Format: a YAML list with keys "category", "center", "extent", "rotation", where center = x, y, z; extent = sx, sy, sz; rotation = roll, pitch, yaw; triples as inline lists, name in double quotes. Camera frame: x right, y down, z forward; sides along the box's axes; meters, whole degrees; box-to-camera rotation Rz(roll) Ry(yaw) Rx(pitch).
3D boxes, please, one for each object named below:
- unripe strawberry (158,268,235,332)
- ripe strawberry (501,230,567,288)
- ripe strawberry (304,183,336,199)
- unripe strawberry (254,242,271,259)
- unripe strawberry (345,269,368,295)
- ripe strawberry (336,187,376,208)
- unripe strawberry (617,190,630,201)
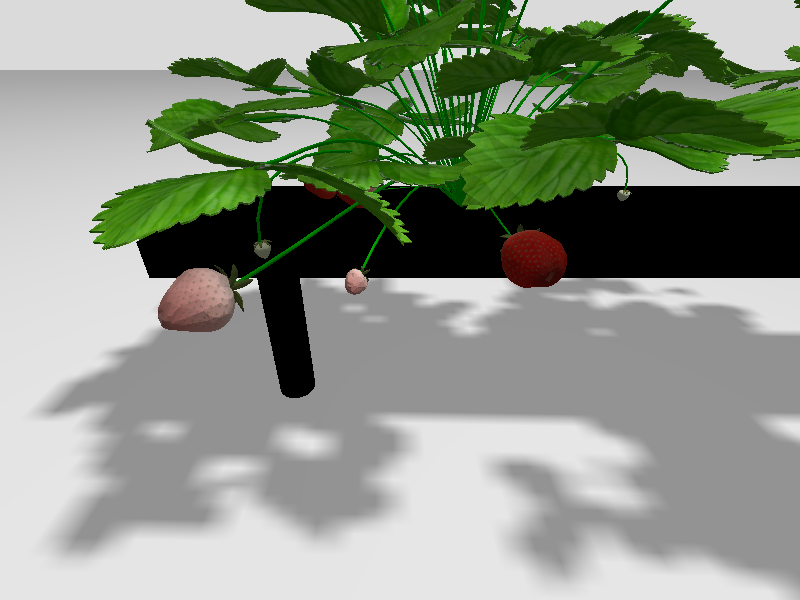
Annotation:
- category: "unripe strawberry"
  center: [-0.097, 0.002, 0.191]
  extent: [0.032, 0.033, 0.034]
  rotation: [23, 39, 32]
- category: "ripe strawberry"
  center: [0.077, -0.022, 0.226]
  extent: [0.037, 0.032, 0.037]
  rotation: [-4, 32, -7]
- category: "ripe strawberry"
  center: [-0.073, -0.109, 0.370]
  extent: [0.031, 0.030, 0.034]
  rotation: [5, 32, 9]
- category: "unripe strawberry"
  center: [-0.087, -0.032, 0.254]
  extent: [0.011, 0.011, 0.010]
  rotation: [-23, 39, -33]
- category: "unripe strawberry"
  center: [-0.025, -0.009, 0.224]
  extent: [0.012, 0.014, 0.014]
  rotation: [15, -33, 23]
- category: "ripe strawberry"
  center: [-0.038, -0.098, 0.350]
  extent: [0.038, 0.032, 0.038]
  rotation: [-1, 32, 0]
- category: "unripe strawberry"
  center: [0.201, -0.094, 0.360]
  extent: [0.010, 0.010, 0.009]
  rotation: [-1, 32, -2]
